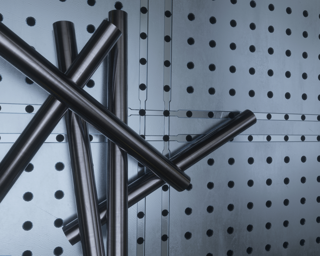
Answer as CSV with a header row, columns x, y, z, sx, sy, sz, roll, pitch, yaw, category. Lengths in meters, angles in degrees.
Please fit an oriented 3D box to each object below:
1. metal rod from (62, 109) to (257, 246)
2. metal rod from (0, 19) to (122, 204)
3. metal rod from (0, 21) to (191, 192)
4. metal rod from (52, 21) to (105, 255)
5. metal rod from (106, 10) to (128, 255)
x,y,z,sx,sy,sz,roll,pitch,yaw,category
0.012,0.057,0.418,0.302,0.025,0.025,-31,101,-18,metal rod
-0.138,0.011,0.337,0.025,0.025,0.299,36,87,-17,metal rod
-0.071,-0.016,0.331,0.300,0.025,0.025,41,77,-27,metal rod
-0.094,0.024,0.361,0.025,0.025,0.298,-7,86,-20,metal rod
-0.052,0.004,0.377,0.025,0.025,0.298,2,83,-20,metal rod
